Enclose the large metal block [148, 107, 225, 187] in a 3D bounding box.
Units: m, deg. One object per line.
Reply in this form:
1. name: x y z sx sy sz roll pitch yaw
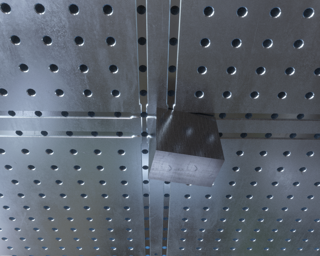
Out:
1. large metal block: 0.030 0.024 0.396 0.080 0.080 0.050 9 130 -8
